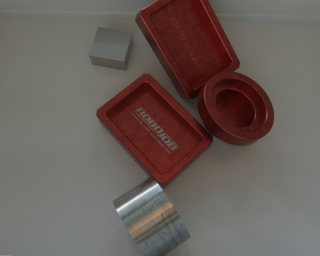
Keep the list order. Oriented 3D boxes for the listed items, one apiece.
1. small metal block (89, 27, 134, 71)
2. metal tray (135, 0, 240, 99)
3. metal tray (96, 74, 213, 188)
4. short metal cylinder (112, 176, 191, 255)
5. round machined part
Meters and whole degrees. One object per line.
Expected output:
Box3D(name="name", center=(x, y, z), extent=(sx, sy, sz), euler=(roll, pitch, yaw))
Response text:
Box3D(name="small metal block", center=(-0.070, -0.115, 0.451), extent=(0.050, 0.025, 0.050), euler=(11, 70, 3))
Box3D(name="metal tray", center=(0.039, -0.115, 0.414), extent=(0.090, 0.030, 0.130), euler=(-35, 106, -11))
Box3D(name="metal tray", center=(-0.008, 0.001, 0.406), extent=(0.090, 0.030, 0.130), euler=(-40, 75, -14))
Box3D(name="short metal cylinder", center=(-0.010, 0.101, 0.343), extent=(0.050, 0.080, 0.080), euler=(-32, 73, -11))
Box3D(name="round machined part", center=(0.092, -0.021, 0.399), extent=(0.099, 0.042, 0.098), euler=(9, 61, -17))
